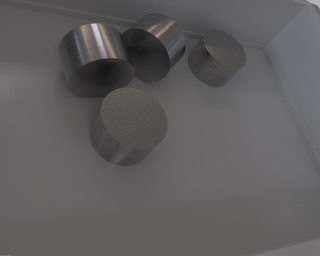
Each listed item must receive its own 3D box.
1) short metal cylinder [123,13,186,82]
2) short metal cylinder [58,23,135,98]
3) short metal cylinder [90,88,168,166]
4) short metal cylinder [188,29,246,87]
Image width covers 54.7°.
[{"bbox_3d":[-0.011,-0.111,0.432,0.080,0.080,0.050,38,51,-3],"label":"short metal cylinder"},{"bbox_3d":[-0.077,-0.079,0.377,0.081,0.080,0.050,-7,65,-31],"label":"short metal cylinder"},{"bbox_3d":[-0.038,-0.001,0.370,0.081,0.050,0.080,14,56,-21],"label":"short metal cylinder"},{"bbox_3d":[0.093,-0.114,0.509,0.081,0.050,0.080,14,56,-21],"label":"short metal cylinder"}]
